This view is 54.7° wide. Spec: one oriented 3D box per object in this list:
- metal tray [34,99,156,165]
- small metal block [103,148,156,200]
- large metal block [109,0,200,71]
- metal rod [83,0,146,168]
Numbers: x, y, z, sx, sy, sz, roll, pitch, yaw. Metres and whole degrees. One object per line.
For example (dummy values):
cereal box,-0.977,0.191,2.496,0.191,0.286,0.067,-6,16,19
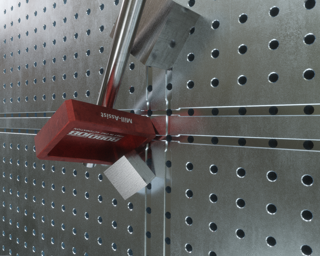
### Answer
metal tray,-0.082,0.012,0.406,0.090,0.131,0.030,-40,56,33
small metal block,-0.043,0.065,0.434,0.050,0.025,0.050,-39,88,33
large metal block,-0.009,-0.132,0.401,0.080,0.050,0.080,44,116,31
metal rod,-0.067,-0.055,0.417,0.025,0.025,0.298,48,133,29
